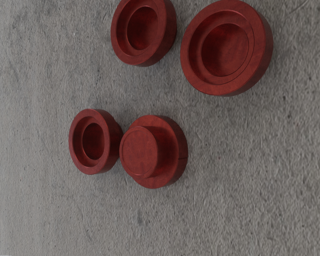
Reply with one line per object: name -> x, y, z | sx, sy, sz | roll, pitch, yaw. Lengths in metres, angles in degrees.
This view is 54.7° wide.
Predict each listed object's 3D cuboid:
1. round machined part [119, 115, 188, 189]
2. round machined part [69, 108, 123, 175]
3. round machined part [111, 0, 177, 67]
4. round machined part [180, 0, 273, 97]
round machined part -> -0.015, 0.031, 0.407 | 0.098, 0.042, 0.097 | 0, 90, 40
round machined part -> -0.093, 0.020, 0.471 | 0.098, 0.042, 0.097 | 0, 90, 40
round machined part -> -0.017, -0.129, 0.408 | 0.098, 0.042, 0.097 | 0, 90, 40
round machined part -> 0.073, -0.082, 0.333 | 0.098, 0.042, 0.097 | 0, 90, 40
